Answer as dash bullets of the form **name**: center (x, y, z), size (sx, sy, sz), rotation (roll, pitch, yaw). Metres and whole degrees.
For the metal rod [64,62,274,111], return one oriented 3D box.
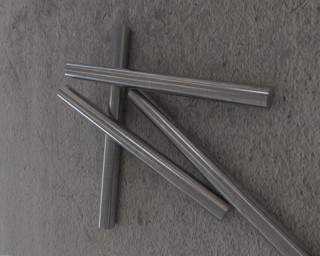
- **metal rod**: center (-0.012, -0.059, 0.393), size (0.300, 0.025, 0.025), rotation (13, 99, 32)

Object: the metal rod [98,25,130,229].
- **metal rod**: center (-0.068, 0.001, 0.461), size (0.025, 0.025, 0.298), rotation (8, 95, 40)

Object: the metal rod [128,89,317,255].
- **metal rod**: center (0.056, 0.044, 0.358), size (0.300, 0.025, 0.025), rotation (46, 117, 30)

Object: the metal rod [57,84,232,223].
- **metal rod**: center (-0.036, 0.019, 0.411), size (0.300, 0.025, 0.025), rotation (34, 111, 27)
